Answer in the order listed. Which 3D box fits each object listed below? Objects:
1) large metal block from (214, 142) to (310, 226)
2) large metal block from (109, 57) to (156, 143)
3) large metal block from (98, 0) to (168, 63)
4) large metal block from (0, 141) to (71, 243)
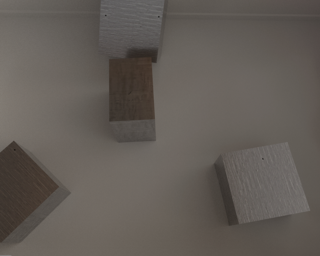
[{"bbox_3d":[0.118,0.068,0.372,0.081,0.050,0.080,-9,70,-4],"label":"large metal block"},{"bbox_3d":[-0.033,-0.032,0.392,0.050,0.080,0.080,-3,70,-1],"label":"large metal block"},{"bbox_3d":[-0.036,-0.139,0.425,0.080,0.050,0.079,9,113,3],"label":"large metal block"},{"bbox_3d":[-0.169,0.076,0.367,0.080,0.050,0.080,41,75,13],"label":"large metal block"}]
